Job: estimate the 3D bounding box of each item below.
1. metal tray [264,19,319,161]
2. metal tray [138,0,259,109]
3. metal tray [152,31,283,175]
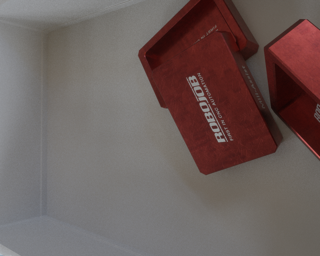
[{"bbox_3d":[0.124,-0.012,0.235,0.030,0.130,0.090,-38,64,8],"label":"metal tray"},{"bbox_3d":[0.039,-0.092,0.371,0.130,0.030,0.090,-36,68,34],"label":"metal tray"},{"bbox_3d":[0.058,-0.024,0.329,0.090,0.030,0.130,-26,91,34],"label":"metal tray"}]
